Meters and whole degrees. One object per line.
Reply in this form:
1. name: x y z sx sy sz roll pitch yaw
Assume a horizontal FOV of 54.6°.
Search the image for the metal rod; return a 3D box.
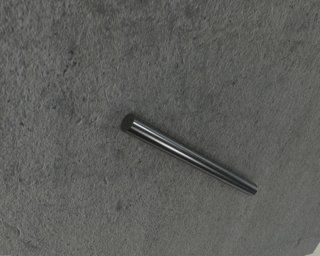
1. metal rod: 0.063 0.052 0.472 0.301 0.025 0.025 30 102 -38
